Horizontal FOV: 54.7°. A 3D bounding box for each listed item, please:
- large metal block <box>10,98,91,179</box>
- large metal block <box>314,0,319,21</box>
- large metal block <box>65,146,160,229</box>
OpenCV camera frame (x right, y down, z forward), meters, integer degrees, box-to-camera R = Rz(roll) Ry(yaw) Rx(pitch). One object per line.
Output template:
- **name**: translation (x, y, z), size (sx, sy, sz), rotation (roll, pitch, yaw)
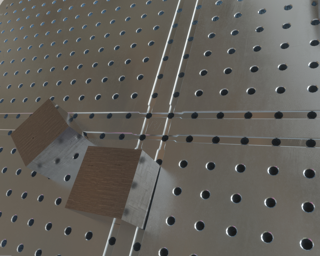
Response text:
- **large metal block**: translation (-0.166, 0.015, 0.468), size (0.080, 0.050, 0.080), rotation (-44, 51, -3)
- **large metal block**: translation (0.235, -0.191, 0.386), size (0.080, 0.050, 0.080), rotation (-8, 58, 23)
- **large metal block**: translation (-0.055, 0.070, 0.376), size (0.080, 0.050, 0.080), rotation (2, 63, 28)
